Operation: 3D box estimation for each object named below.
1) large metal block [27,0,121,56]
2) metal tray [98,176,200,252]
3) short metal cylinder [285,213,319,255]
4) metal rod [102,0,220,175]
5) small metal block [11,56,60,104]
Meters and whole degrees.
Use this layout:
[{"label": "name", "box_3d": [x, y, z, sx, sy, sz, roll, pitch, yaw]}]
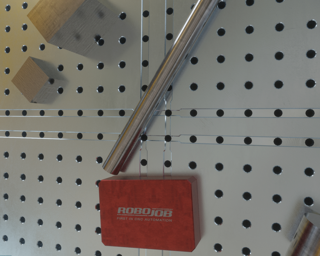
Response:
[{"label": "large metal block", "box_3d": [-0.115, -0.152, 0.422, 0.080, 0.080, 0.050, -42, 77, 15]}, {"label": "metal tray", "box_3d": [-0.016, 0.112, 0.415, 0.130, 0.030, 0.089, -4, 89, 19]}, {"label": "short metal cylinder", "box_3d": [0.180, 0.131, 0.320, 0.080, 0.080, 0.050, 23, 98, 18]}, {"label": "metal rod", "box_3d": [0.005, -0.067, 0.409, 0.025, 0.025, 0.299, 34, 101, 16]}, {"label": "small metal block", "box_3d": [-0.193, -0.073, 0.479, 0.050, 0.025, 0.050, 46, 104, 14]}]
